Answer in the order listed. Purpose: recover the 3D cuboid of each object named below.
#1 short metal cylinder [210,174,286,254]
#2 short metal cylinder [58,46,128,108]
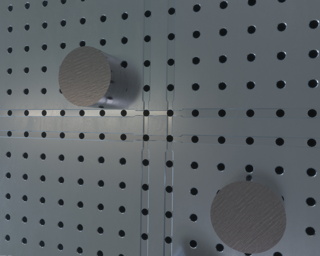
[{"bbox_3d":[0.104,0.097,0.363,0.080,0.050,0.079,0,90,20],"label":"short metal cylinder"},{"bbox_3d":[-0.092,-0.068,0.432,0.080,0.050,0.079,0,90,20],"label":"short metal cylinder"}]
